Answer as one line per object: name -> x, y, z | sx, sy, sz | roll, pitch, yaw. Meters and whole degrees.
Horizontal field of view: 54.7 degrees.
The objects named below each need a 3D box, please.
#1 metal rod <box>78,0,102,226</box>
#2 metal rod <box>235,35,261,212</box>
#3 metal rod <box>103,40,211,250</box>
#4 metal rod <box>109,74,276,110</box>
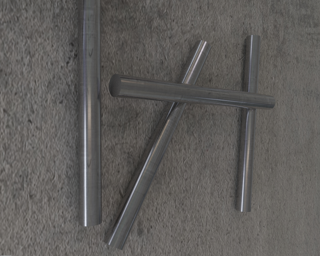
metal rod -> -0.077, -0.045, 0.339 | 0.025, 0.025, 0.298 | 0, 90, -40
metal rod -> 0.152, -0.010, 0.531 | 0.025, 0.025, 0.298 | 7, 85, -40
metal rod -> 0.005, 0.008, 0.408 | 0.025, 0.025, 0.300 | 38, 67, -34
metal rod -> 0.068, -0.044, 0.427 | 0.302, 0.025, 0.025 | 1, 90, -40
